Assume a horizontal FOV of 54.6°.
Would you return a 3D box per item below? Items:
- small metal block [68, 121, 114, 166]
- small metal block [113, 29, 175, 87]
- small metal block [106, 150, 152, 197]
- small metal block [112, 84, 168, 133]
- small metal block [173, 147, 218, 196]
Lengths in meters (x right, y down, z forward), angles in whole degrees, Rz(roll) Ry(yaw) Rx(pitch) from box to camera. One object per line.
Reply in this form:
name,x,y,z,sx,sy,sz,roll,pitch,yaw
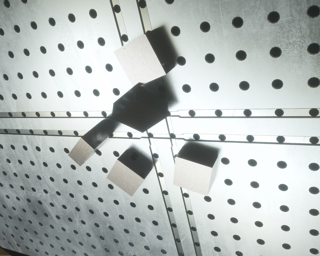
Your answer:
small metal block,-0.104,0.023,0.465,0.025,0.050,0.050,43,129,-2
small metal block,-0.019,-0.082,0.371,0.050,0.025,0.050,-18,109,35
small metal block,-0.049,0.071,0.482,0.050,0.025,0.050,36,129,4
small metal block,-0.026,-0.023,0.396,0.050,0.025,0.050,27,138,-33
small metal block,0.047,0.059,0.423,0.050,0.025,0.050,16,125,19
